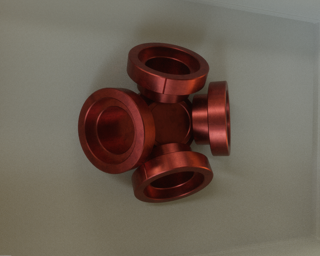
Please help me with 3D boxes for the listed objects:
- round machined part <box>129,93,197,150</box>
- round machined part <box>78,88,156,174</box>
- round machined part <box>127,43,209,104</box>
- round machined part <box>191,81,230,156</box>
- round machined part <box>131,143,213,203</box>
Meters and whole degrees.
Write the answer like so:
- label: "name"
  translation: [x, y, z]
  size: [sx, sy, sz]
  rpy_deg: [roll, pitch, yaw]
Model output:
- label: "round machined part"
  translation: [0.005, -0.006, 0.402]
  size: [0.099, 0.042, 0.097]
  rpy_deg: [0, 90, -21]
- label: "round machined part"
  translation: [-0.046, 0.002, 0.364]
  size: [0.042, 0.098, 0.097]
  rpy_deg: [-10, 95, -58]
- label: "round machined part"
  translation: [0.008, -0.066, 0.384]
  size: [0.099, 0.098, 0.042]
  rpy_deg: [-4, 129, -20]
- label: "round machined part"
  translation: [0.068, -0.012, 0.407]
  size: [0.042, 0.098, 0.097]
  rpy_deg: [-2, 91, 16]
- label: "round machined part"
  translation: [0.013, 0.054, 0.385]
  size: [0.099, 0.097, 0.042]
  rpy_deg: [-1, 55, -20]
